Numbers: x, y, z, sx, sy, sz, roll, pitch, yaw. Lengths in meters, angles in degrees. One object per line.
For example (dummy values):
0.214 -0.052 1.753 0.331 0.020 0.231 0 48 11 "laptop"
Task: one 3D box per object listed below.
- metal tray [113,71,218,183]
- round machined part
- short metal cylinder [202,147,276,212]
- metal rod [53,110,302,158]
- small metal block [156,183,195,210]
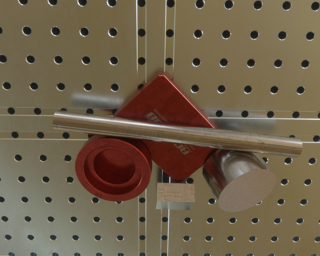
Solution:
0.014 0.001 0.413 0.090 0.030 0.130 -42 106 13 "metal tray"
-0.059 0.047 0.416 0.099 0.042 0.097 2 116 4 "round machined part"
0.103 0.065 0.409 0.081 0.050 0.079 -11 131 -13 "short metal cylinder"
0.024 0.008 0.383 0.302 0.025 0.025 7 110 -3 "metal rod"
0.020 0.097 0.435 0.050 0.025 0.050 2 153 -2 "small metal block"
